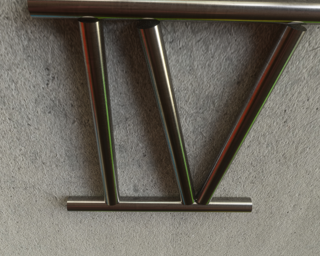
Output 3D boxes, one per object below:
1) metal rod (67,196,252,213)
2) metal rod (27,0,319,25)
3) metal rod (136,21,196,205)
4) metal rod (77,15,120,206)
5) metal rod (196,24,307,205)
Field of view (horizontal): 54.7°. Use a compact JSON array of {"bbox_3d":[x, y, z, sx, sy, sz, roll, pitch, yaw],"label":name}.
[{"bbox_3d":[0.000,0.127,0.516,0.302,0.025,0.025,1,130,-2],"label":"metal rod"},{"bbox_3d":[0.026,-0.119,0.308,0.302,0.025,0.025,1,130,-2],"label":"metal rod"},{"bbox_3d":[0.017,0.005,0.412,0.025,0.025,0.298,-9,130,7],"label":"metal rod"},{"bbox_3d":[-0.074,0.003,0.409,0.025,0.025,0.298,1,130,-1],"label":"metal rod"},{"bbox_3d":[0.105,0.005,0.413,0.025,0.025,0.298,10,129,-9],"label":"metal rod"}]
